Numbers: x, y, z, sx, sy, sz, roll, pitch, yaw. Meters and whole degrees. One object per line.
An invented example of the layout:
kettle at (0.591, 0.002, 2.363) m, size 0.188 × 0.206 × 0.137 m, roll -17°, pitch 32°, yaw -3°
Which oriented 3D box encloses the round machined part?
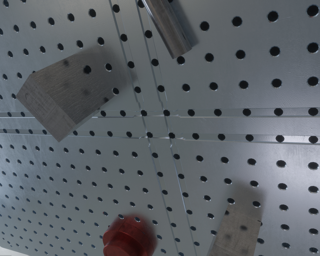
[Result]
round machined part at (-0.066, 0.227, 0.575) m, size 0.098 × 0.042 × 0.097 m, roll 13°, pitch 124°, yaw 21°

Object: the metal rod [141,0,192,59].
metal rod at (-0.047, -0.208, 0.307) m, size 0.025 × 0.025 × 0.299 m, roll -19°, pitch 109°, yaw 35°

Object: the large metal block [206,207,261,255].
large metal block at (0.096, 0.174, 0.432) m, size 0.050 × 0.080 × 0.079 m, roll 22°, pitch 127°, yaw 15°

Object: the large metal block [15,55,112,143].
large metal block at (-0.127, -0.041, 0.417) m, size 0.080 × 0.080 × 0.050 m, roll 48°, pitch 129°, yaw -6°
